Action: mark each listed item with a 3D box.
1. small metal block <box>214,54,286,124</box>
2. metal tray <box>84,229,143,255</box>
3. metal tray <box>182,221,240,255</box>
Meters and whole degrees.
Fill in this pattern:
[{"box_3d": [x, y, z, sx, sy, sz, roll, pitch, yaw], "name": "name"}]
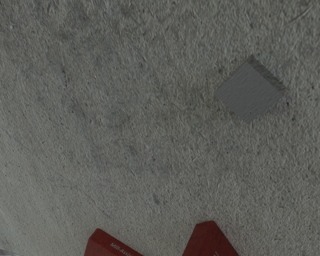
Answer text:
[{"box_3d": [0.096, -0.041, 0.331, 0.050, 0.025, 0.050, 43, 129, -2], "name": "small metal block"}, {"box_3d": [-0.085, 0.264, 0.609, 0.130, 0.030, 0.089, 28, 128, 9], "name": "metal tray"}, {"box_3d": [0.086, 0.214, 0.450, 0.030, 0.090, 0.130, -27, 104, 37], "name": "metal tray"}]
